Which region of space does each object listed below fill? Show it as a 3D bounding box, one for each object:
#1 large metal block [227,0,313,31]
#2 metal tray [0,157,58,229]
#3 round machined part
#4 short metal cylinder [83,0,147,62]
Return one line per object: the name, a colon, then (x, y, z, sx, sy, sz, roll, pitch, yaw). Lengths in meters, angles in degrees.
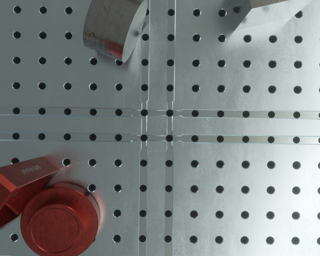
large metal block: (0.136, -0.167, 0.387, 0.080, 0.080, 0.050, -13, 90, 0)
metal tray: (-0.178, 0.082, 0.359, 0.030, 0.130, 0.090, 41, 90, 0)
round machined part: (-0.130, 0.124, 0.399, 0.099, 0.042, 0.097, 0, 94, -5)
short metal cylinder: (-0.054, -0.129, 0.385, 0.050, 0.080, 0.080, 22, 90, 0)
